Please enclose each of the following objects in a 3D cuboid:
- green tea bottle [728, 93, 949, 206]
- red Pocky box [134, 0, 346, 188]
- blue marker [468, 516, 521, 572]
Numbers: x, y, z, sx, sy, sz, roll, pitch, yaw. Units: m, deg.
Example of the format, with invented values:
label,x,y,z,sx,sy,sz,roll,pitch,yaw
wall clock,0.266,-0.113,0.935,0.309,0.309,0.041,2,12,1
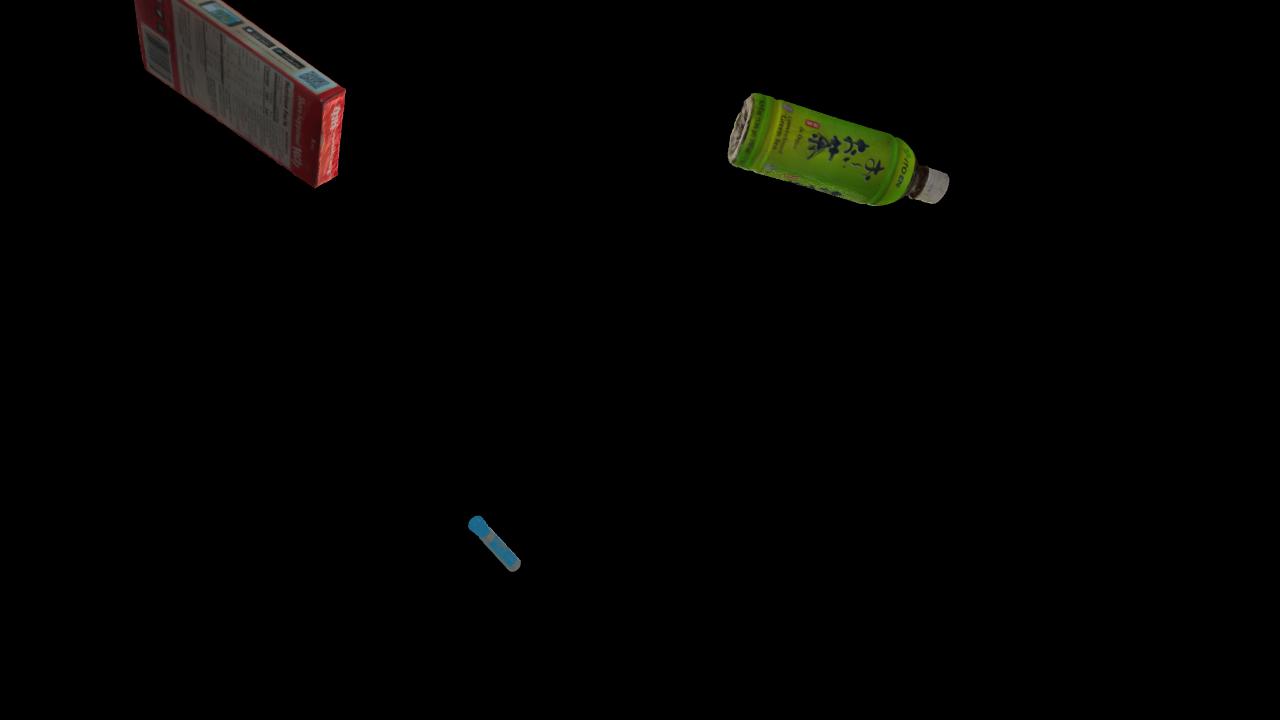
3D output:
label,x,y,z,sx,sy,sz,roll,pitch,yaw
green tea bottle,0.195,-0.195,0.594,0.212,0.073,0.073,12,-1,-6
red Pocky box,-0.287,-0.203,0.445,0.155,0.028,0.083,36,-45,-4
blue marker,-0.175,0.223,0.743,0.020,0.020,0.121,0,-41,18
